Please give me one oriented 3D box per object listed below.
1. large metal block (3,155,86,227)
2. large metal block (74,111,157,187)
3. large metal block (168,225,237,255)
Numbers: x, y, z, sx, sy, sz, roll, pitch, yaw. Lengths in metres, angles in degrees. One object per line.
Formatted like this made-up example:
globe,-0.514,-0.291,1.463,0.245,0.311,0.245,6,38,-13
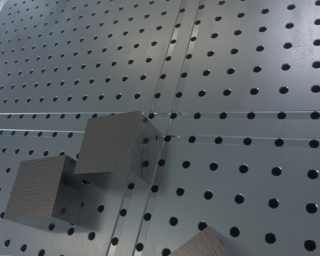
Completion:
large metal block,-0.151,0.087,0.420,0.080,0.050,0.080,-9,58,23
large metal block,-0.055,0.029,0.404,0.080,0.050,0.080,-7,59,24
large metal block,0.042,0.150,0.279,0.080,0.050,0.080,-37,51,3
